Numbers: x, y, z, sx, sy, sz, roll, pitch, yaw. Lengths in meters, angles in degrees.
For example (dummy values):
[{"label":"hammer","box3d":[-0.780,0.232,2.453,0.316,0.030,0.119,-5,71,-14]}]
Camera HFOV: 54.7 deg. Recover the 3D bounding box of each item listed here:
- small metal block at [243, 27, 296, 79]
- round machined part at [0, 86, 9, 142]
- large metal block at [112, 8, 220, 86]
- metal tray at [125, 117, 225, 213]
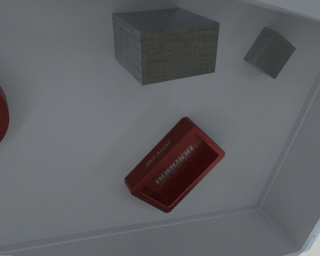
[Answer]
[{"label":"small metal block","box3d":[0.153,-0.103,0.431,0.050,0.025,0.050,21,107,-36]},{"label":"round machined part","box3d":[-0.193,-0.018,0.281,0.099,0.042,0.097,-14,125,-21]},{"label":"large metal block","box3d":[0.003,-0.089,0.321,0.081,0.080,0.050,-14,124,-21]},{"label":"metal tray","box3d":[0.024,0.058,0.455,0.130,0.030,0.090,-47,130,4]}]
